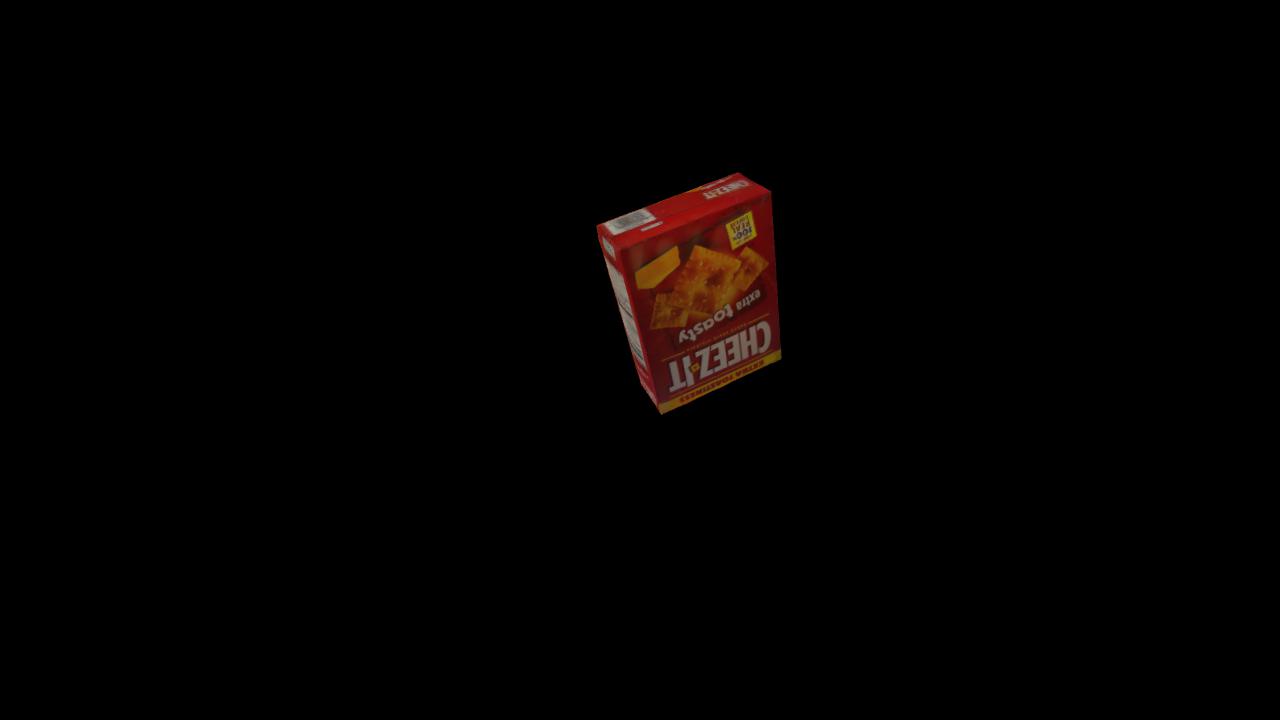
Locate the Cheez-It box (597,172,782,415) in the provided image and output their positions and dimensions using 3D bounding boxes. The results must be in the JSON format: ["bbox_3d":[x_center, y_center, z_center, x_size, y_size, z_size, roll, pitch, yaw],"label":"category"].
[{"bbox_3d":[0.062,-0.066,0.666,0.166,0.223,0.071,-23,40,-10],"label":"Cheez-It box"}]
